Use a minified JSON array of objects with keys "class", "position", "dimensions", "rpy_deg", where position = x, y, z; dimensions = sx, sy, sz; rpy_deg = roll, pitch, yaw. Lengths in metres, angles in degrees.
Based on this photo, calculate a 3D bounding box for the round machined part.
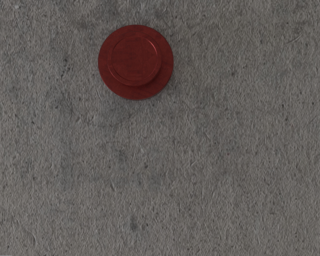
[{"class":"round machined part","position":[-0.031,-0.086,0.401],"dimensions":[0.099,0.042,0.097],"rpy_deg":[0,90,0]}]
